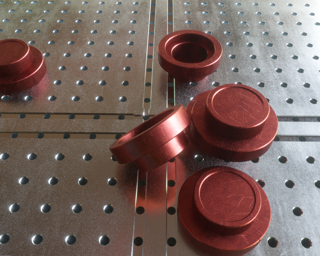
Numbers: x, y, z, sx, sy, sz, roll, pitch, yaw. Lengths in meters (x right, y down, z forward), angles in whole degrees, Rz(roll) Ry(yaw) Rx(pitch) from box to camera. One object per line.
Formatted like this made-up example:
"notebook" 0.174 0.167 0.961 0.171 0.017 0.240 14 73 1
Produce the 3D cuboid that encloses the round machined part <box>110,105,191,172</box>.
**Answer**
"round machined part" -0.006 0.015 0.361 0.099 0.098 0.042 -35 99 -26

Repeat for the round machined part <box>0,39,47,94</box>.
"round machined part" -0.232 -0.102 0.481 0.099 0.042 0.098 0 50 0

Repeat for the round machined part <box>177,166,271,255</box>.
"round machined part" 0.068 0.081 0.329 0.099 0.042 0.098 0 50 0

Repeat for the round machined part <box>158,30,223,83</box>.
"round machined part" 0.046 -0.109 0.489 0.099 0.042 0.098 0 50 0

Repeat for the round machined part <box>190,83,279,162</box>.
"round machined part" 0.085 -0.013 0.354 0.099 0.042 0.098 0 50 0

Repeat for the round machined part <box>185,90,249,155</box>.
"round machined part" 0.080 -0.001 0.398 0.099 0.042 0.098 0 50 0
